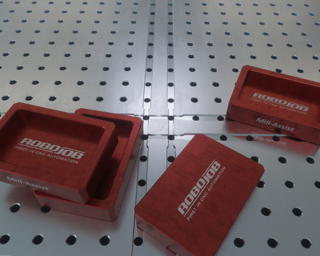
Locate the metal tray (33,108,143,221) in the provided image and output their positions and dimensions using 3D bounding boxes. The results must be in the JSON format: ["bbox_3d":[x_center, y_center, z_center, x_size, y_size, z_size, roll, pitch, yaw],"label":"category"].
[{"bbox_3d":[-0.079,0.038,0.372,0.090,0.030,0.130,9,51,8],"label":"metal tray"}]

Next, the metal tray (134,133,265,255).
[{"bbox_3d":[0.046,0.074,0.343,0.090,0.030,0.131,29,56,22],"label":"metal tray"}]

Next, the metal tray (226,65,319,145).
[{"bbox_3d":[0.169,-0.037,0.435,0.130,0.030,0.090,18,52,14],"label":"metal tray"}]

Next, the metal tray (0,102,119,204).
[{"bbox_3d":[-0.123,0.023,0.344,0.130,0.030,0.090,12,51,10],"label":"metal tray"}]
